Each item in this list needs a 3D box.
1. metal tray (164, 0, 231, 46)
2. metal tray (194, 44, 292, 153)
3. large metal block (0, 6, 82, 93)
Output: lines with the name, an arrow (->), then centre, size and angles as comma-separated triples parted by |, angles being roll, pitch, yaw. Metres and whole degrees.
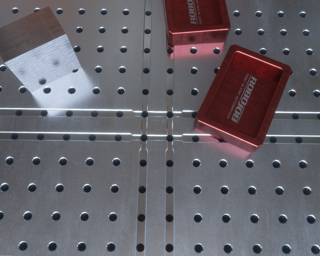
metal tray -> 0.052, -0.194, 0.480 | 0.091, 0.030, 0.130 | -5, 70, -2
metal tray -> 0.114, -0.043, 0.425 | 0.090, 0.030, 0.130 | 25, 72, 8
large metal block -> -0.163, -0.103, 0.419 | 0.080, 0.080, 0.050 | -30, 73, -10
